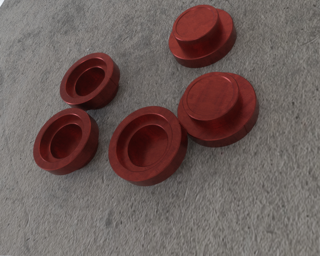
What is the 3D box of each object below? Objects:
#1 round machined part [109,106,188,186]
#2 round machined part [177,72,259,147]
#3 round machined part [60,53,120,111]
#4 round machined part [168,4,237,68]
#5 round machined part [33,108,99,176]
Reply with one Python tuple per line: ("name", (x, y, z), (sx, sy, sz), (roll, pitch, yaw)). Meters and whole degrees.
("round machined part", (-0.011, 0.025, 0.382), (0.098, 0.042, 0.098), (-14, 57, 23))
("round machined part", (0.066, -0.029, 0.376), (0.098, 0.042, 0.098), (-13, 56, 21))
("round machined part", (-0.105, -0.068, 0.490), (0.098, 0.042, 0.098), (-13, 56, 21))
("round machined part", (0.057, -0.139, 0.448), (0.098, 0.042, 0.098), (-13, 56, 21))
("round machined part", (-0.129, 0.023, 0.447), (0.098, 0.042, 0.098), (-13, 56, 21))
